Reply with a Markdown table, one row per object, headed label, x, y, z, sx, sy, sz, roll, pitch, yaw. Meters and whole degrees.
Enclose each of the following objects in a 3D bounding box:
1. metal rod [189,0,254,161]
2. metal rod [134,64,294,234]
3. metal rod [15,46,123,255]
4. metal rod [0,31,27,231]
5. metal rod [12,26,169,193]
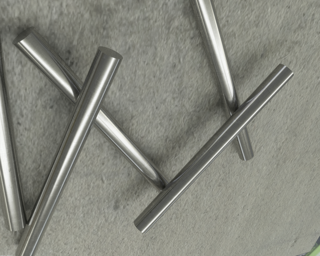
| label | x | y | z | sx | sy | sz | roll | pitch | yaw |
| --- | --- | --- | --- | --- | --- | --- | --- | --- | --- |
| metal rod | 0.090 | -0.058 | 0.421 | 0.025 | 0.025 | 0.299 | -33 | 129 | -7 |
| metal rod | 0.071 | 0.032 | 0.433 | 0.300 | 0.025 | 0.025 | -48 | 129 | 5 |
| metal rod | -0.113 | 0.048 | 0.353 | 0.025 | 0.025 | 0.298 | 12 | 119 | -34 |
| metal rod | -0.162 | -0.011 | 0.311 | 0.025 | 0.025 | 0.298 | -8 | 122 | -25 |
| metal rod | -0.056 | 0.006 | 0.381 | 0.025 | 0.025 | 0.300 | -39 | 130 | -2 |
